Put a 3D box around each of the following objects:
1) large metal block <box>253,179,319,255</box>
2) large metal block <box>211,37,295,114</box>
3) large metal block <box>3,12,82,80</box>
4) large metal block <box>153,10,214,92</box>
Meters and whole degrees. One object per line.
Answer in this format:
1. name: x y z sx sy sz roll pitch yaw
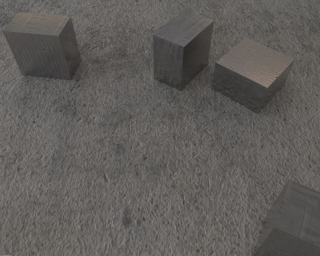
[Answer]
1. large metal block: 0.139 0.103 0.282 0.080 0.080 0.050 22 54 17
2. large metal block: 0.135 -0.079 0.454 0.080 0.050 0.080 34 58 25
3. large metal block: -0.173 -0.123 0.469 0.080 0.080 0.050 6 51 5
4. large metal block: 0.034 -0.116 0.465 0.050 0.080 0.080 29 56 22
